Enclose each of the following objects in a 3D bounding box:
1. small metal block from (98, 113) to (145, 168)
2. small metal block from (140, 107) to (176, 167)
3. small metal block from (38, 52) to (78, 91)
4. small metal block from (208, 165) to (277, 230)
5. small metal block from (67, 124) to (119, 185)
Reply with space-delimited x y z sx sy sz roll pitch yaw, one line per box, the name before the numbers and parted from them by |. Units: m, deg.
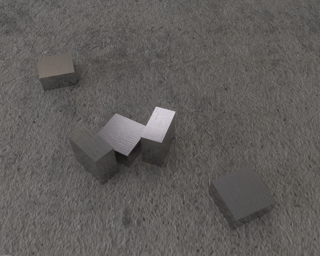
small metal block | -0.048 0.015 0.390 0.050 0.025 0.050 23 54 18
small metal block | -0.001 0.011 0.377 0.025 0.050 0.050 16 52 13
small metal block | -0.157 -0.087 0.475 0.050 0.025 0.050 -12 51 -11
small metal block | 0.089 0.075 0.340 0.050 0.025 0.050 -19 53 -15
small metal block | -0.077 0.031 0.360 0.050 0.050 0.025 37 59 26
